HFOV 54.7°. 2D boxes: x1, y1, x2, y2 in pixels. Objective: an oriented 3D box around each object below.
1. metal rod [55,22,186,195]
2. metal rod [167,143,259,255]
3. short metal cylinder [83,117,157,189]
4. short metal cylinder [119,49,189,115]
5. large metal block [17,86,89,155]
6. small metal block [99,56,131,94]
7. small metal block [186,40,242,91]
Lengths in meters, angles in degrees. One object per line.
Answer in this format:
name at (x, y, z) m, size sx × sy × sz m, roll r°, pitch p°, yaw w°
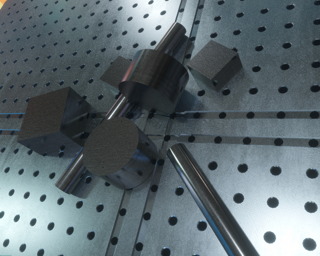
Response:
metal rod at (-0.052, -0.036, 0.457) m, size 0.025 × 0.025 × 0.300 m, roll 25°, pitch 75°, yaw 37°
metal rod at (0.083, 0.126, 0.287) m, size 0.025 × 0.025 × 0.300 m, roll -36°, pitch 51°, yaw 4°
short metal cylinder at (-0.051, 0.032, 0.399) m, size 0.080 × 0.050 × 0.080 m, roll -13°, pitch 56°, yaw 21°
short metal cylinder at (-0.008, -0.060, 0.414) m, size 0.080 × 0.080 × 0.050 m, roll 12°, pitch 68°, yaw 33°
large metal block at (-0.165, -0.010, 0.485) m, size 0.080 × 0.050 × 0.080 m, roll -12°, pitch 57°, yaw 21°
small metal block at (-0.059, -0.081, 0.489) m, size 0.050 × 0.025 × 0.050 m, roll 31°, pitch 78°, yaw 37°
small metal block at (0.074, -0.087, 0.423) m, size 0.050 × 0.025 × 0.050 m, roll -45°, pitch 51°, yaw -4°
